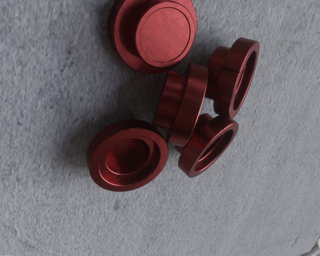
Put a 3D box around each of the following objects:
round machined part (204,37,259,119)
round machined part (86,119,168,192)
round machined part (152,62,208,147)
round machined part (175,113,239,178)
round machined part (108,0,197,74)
[{"bbox_3d":[0.085,-0.064,0.385,0.098,0.042,0.097,-50,152,-40],"label":"round machined part"},{"bbox_3d":[-0.043,0.030,0.389,0.099,0.042,0.097,-12,127,-17],"label":"round machined part"},{"bbox_3d":[0.020,-0.030,0.363,0.042,0.098,0.097,16,113,-3],"label":"round machined part"},{"bbox_3d":[0.059,0.018,0.425,0.098,0.042,0.098,-38,155,-21],"label":"round machined part"},{"bbox_3d":[-0.002,-0.103,0.332,0.099,0.042,0.097,-14,124,-21],"label":"round machined part"}]
